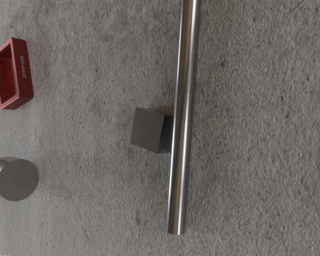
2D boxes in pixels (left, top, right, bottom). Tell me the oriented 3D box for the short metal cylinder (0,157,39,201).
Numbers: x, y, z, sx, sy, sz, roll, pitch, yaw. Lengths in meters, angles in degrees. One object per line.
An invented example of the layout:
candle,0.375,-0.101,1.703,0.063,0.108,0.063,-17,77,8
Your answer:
short metal cylinder,-0.286,0.097,0.601,0.050,0.081,0.079,3,92,39

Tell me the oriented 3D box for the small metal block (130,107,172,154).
small metal block,-0.010,0.002,0.411,0.050,0.025,0.050,18,101,38

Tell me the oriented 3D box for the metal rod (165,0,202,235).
metal rod,0.029,-0.020,0.379,0.025,0.025,0.298,6,94,39

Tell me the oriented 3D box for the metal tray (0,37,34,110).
metal tray,-0.310,-0.112,0.652,0.090,0.030,0.129,-19,78,38
